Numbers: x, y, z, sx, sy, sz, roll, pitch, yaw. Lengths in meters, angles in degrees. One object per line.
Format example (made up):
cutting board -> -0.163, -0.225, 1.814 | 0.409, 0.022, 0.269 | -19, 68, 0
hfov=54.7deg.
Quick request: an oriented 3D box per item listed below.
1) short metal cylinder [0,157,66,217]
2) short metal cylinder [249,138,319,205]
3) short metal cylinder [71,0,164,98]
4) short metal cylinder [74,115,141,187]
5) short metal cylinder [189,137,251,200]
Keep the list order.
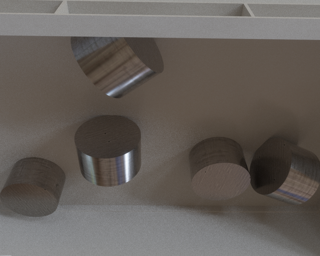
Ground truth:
short metal cylinder -> -0.189, 0.090, 0.467 | 0.081, 0.050, 0.079 | 0, 130, 0
short metal cylinder -> 0.169, 0.059, 0.425 | 0.050, 0.080, 0.080 | 21, 127, -17
short metal cylinder -> -0.040, -0.076, 0.307 | 0.050, 0.080, 0.080 | -29, 125, 22
short metal cylinder -> -0.064, 0.028, 0.396 | 0.081, 0.080, 0.050 | 1, 130, -2
short metal cylinder -> 0.083, 0.059, 0.443 | 0.081, 0.050, 0.079 | 0, 130, 0
